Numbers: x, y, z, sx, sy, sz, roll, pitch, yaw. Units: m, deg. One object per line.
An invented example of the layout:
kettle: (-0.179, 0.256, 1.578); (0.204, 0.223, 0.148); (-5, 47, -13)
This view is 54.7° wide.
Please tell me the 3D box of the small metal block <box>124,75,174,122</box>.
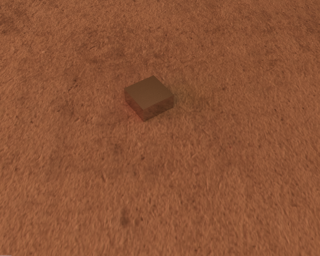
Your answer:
small metal block: (-0.016, -0.043, 0.439); (0.050, 0.025, 0.050); (-28, 56, -22)
